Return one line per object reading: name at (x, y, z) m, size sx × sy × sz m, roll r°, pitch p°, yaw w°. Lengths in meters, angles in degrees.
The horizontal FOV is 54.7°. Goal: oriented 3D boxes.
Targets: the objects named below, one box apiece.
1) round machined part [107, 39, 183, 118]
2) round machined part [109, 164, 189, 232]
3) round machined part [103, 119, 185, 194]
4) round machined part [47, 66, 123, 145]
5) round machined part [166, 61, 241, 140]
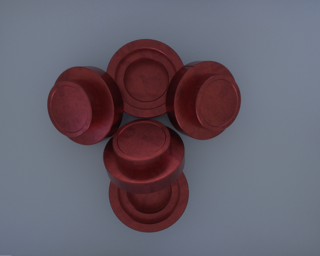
round machined part at (-0.017, -0.061, 0.400) m, size 0.099 × 0.042 × 0.097 m, roll 0°, pitch 90°, yaw 0°
round machined part at (-0.013, 0.080, 0.401) m, size 0.099 × 0.042 × 0.097 m, roll 0°, pitch 90°, yaw 0°
round machined part at (-0.020, 0.026, 0.372) m, size 0.099 × 0.098 × 0.042 m, roll -6°, pitch 134°, yaw 0°
round machined part at (-0.098, -0.026, 0.379) m, size 0.098 × 0.042 × 0.097 m, roll 6°, pitch 104°, yaw 26°
round machined part at (0.060, -0.033, 0.379) m, size 0.099 × 0.042 × 0.097 m, roll -7°, pitch 104°, yaw -29°
